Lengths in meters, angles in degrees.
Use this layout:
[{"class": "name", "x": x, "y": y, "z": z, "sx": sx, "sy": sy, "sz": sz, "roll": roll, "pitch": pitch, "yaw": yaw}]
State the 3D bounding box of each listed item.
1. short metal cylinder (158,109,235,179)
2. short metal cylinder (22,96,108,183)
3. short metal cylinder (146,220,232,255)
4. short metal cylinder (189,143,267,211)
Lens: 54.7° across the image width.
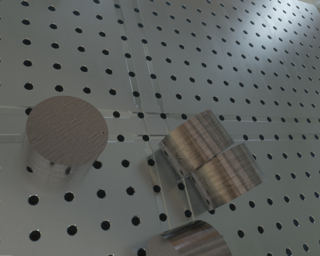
[{"class": "short metal cylinder", "x": 0.045, "y": 0.021, "z": 0.386, "sx": 0.081, "sy": 0.080, "sz": 0.050, "roll": -26, "pitch": 76, "yaw": -37}, {"class": "short metal cylinder", "x": -0.102, "y": 0.013, "z": 0.331, "sx": 0.081, "sy": 0.050, "sz": 0.080, "roll": 14, "pitch": 56, "yaw": -21}, {"class": "short metal cylinder", "x": 0.028, "y": 0.138, "z": 0.305, "sx": 0.050, "sy": 0.080, "sz": 0.080, "roll": -9, "pitch": 67, "yaw": -32}, {"class": "short metal cylinder", "x": 0.083, "y": 0.060, "z": 0.383, "sx": 0.081, "sy": 0.080, "sz": 0.050, "roll": -19, "pitch": 72, "yaw": -36}]
